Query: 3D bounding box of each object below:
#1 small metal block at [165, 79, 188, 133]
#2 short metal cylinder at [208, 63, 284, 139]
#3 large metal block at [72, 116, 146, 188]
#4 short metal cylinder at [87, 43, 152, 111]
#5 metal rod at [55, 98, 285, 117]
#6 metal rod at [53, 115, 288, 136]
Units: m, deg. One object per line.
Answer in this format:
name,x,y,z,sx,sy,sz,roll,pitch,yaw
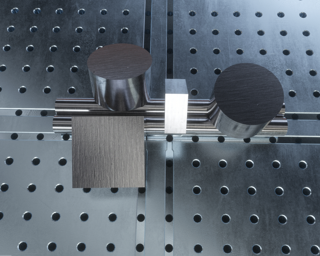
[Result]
small metal block,0.018,-0.027,0.375,0.025,0.050,0.050,1,28,0
short metal cylinder,0.103,-0.032,0.381,0.081,0.050,0.080,0,70,0
large metal block,-0.058,0.027,0.370,0.081,0.050,0.079,-1,90,-1
short metal cylinder,-0.050,-0.067,0.404,0.081,0.050,0.080,1,46,0
metal rod,0.013,-0.027,0.418,0.302,0.025,0.025,1,70,0
metal rod,0.013,-0.004,0.410,0.302,0.025,0.025,1,70,0
